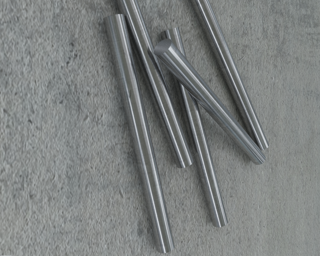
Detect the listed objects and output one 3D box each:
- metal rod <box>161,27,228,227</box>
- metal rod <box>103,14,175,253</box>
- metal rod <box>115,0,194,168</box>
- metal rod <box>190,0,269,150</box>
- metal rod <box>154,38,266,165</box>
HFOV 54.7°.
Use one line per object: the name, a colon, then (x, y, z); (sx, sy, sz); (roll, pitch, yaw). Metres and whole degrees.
metal rod: (0.053, 0.008, 0.449); (0.025, 0.025, 0.298); (-26, 107, -37)
metal rod: (-0.023, 0.015, 0.385); (0.025, 0.025, 0.298); (-20, 103, -38)
metal rod: (-0.015, -0.085, 0.391); (0.025, 0.025, 0.298); (-32, 110, -35)
metal rod: (0.115, -0.086, 0.500); (0.025, 0.025, 0.299); (-45, 117, -31)
metal rod: (0.089, -0.019, 0.454); (0.301, 0.025, 0.025); (40, 65, -41)
